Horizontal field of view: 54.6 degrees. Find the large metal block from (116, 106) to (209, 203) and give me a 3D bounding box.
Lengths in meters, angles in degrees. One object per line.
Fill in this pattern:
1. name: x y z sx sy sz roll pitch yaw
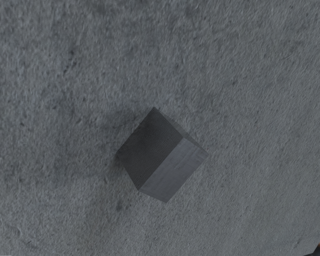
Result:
1. large metal block: 0.000 0.032 0.391 0.050 0.080 0.080 34 99 -38
